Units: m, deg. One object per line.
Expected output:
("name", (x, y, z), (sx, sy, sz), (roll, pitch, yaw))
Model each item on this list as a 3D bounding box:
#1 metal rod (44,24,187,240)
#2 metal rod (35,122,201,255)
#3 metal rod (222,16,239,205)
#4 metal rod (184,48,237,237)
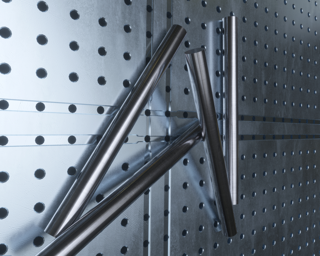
("metal rod", (-0.041, -0.011, 0.373), (0.025, 0.025, 0.300), (43, 64, -32))
("metal rod", (-0.019, 0.061, 0.373), (0.302, 0.025, 0.025), (-37, 113, -40))
("metal rod", (0.114, -0.028, 0.503), (0.025, 0.025, 0.298), (-1, 91, -40))
("metal rod", (0.078, 0.037, 0.441), (0.025, 0.025, 0.299), (-34, 120, -35))
